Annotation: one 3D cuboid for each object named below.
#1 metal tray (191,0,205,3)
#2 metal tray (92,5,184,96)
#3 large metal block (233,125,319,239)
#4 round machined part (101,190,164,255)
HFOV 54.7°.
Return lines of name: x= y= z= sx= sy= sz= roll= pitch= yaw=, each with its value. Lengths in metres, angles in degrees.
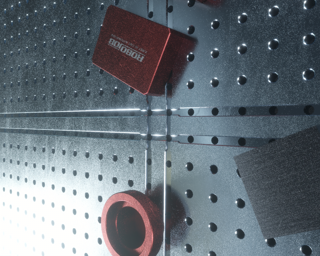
metal tray: x=0.036 y=-0.229 z=0.376 sx=0.090 sy=0.030 sz=0.129 roll=32 pitch=110 yaw=35
metal tray: x=-0.037 y=-0.111 z=0.436 sx=0.130 sy=0.030 sz=0.089 roll=34 pitch=111 yaw=34
large metal block: x=0.128 y=0.049 z=0.288 sx=0.080 sy=0.050 sz=0.080 roll=-28 pitch=72 yaw=36
round machined part: x=-0.033 y=0.134 z=0.426 sx=0.098 sy=0.042 sz=0.097 roll=0 pitch=90 yaw=40
